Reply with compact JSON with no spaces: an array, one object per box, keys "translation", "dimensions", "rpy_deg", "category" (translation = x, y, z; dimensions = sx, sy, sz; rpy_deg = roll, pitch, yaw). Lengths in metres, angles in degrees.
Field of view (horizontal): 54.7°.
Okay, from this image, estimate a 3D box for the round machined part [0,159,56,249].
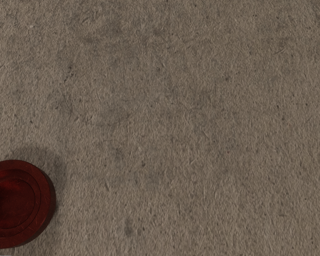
[{"translation":[-0.172,0.089,0.364],"dimensions":[0.099,0.042,0.098],"rpy_deg":[0,70,-1],"category":"round machined part"}]
